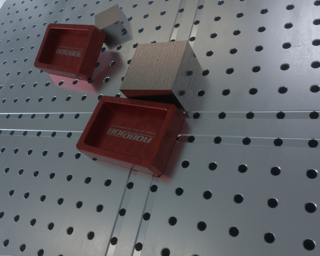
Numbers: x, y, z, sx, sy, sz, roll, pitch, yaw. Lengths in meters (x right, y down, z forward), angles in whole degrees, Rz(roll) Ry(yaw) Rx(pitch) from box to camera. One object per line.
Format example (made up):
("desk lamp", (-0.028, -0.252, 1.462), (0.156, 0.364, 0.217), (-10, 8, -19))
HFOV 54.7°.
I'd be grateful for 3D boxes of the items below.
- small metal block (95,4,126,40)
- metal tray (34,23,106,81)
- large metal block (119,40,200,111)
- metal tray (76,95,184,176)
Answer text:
("small metal block", (-0.093, -0.196, 0.577), (0.050, 0.025, 0.050), (-21, 54, 15))
("metal tray", (-0.166, -0.141, 0.563), (0.130, 0.030, 0.090), (15, 85, 34))
("large metal block", (0.001, -0.073, 0.436), (0.080, 0.050, 0.080), (4, 64, 30))
("metal tray", (-0.043, 0.006, 0.423), (0.130, 0.030, 0.090), (10, 67, 32))
